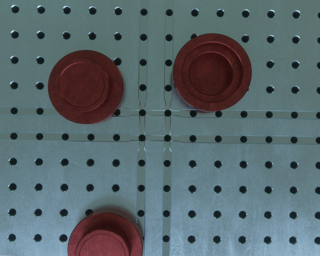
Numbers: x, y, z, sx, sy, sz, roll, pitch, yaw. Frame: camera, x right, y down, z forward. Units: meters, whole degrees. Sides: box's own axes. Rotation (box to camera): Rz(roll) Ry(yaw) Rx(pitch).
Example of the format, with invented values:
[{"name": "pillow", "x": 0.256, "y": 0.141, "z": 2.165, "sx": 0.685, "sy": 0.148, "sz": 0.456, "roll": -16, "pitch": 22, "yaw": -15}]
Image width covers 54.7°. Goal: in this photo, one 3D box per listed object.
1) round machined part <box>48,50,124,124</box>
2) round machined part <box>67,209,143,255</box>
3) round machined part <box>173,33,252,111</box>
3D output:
[{"name": "round machined part", "x": -0.097, "y": -0.054, "z": 0.404, "sx": 0.099, "sy": 0.042, "sz": 0.097, "roll": 0, "pitch": 90, "yaw": -1}, {"name": "round machined part", "x": -0.072, "y": 0.159, "z": 0.404, "sx": 0.099, "sy": 0.042, "sz": 0.097, "roll": 0, "pitch": 90, "yaw": -1}, {"name": "round machined part", "x": 0.065, "y": -0.070, "z": 0.406, "sx": 0.099, "sy": 0.042, "sz": 0.097, "roll": 0, "pitch": 90, "yaw": -1}]
